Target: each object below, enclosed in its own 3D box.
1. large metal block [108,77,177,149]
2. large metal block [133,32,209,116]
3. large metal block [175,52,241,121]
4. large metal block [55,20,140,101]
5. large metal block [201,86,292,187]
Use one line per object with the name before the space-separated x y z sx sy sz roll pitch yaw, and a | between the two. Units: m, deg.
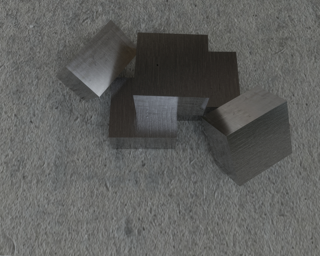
large metal block | -0.020 -0.018 0.400 0.081 0.050 0.080 0 70 0
large metal block | 0.013 -0.062 0.364 0.081 0.050 0.080 2 70 0
large metal block | 0.060 -0.055 0.417 0.081 0.050 0.080 0 70 0
large metal block | -0.083 -0.084 0.402 0.050 0.080 0.080 44 73 -21
large metal block | 0.106 0.009 0.371 0.080 0.080 0.050 -30 35 -11
